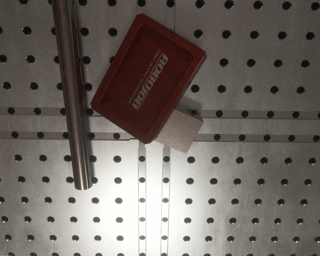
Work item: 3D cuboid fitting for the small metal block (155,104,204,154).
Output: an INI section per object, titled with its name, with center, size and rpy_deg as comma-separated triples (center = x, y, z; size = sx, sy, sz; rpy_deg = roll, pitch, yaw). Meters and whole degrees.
[small metal block]
center = 0.023, 0.000, 0.414
size = 0.050, 0.025, 0.050
rpy_deg = 23, 108, -9

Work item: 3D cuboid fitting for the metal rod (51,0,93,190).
[metal rod]
center = -0.111, -0.057, 0.390
size = 0.025, 0.025, 0.298
rpy_deg = -1, 110, 0

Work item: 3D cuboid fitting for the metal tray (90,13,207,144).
[metal tray]
center = -0.015, -0.057, 0.375
size = 0.090, 0.030, 0.129
rpy_deg = 34, 107, 6
